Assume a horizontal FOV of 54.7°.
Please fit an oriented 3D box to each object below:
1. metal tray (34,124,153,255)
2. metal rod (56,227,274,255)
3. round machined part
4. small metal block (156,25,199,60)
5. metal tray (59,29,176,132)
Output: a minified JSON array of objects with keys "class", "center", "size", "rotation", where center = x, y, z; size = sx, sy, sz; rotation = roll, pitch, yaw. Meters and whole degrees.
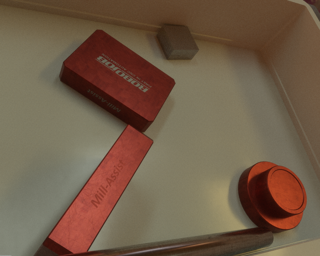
[{"class":"metal tray","center":[-0.061,0.066,0.291],"size":[0.030,0.090,0.130],"rotation":[36,51,-5]},{"class":"metal rod","center":[0.031,0.115,0.289],"size":[0.302,0.025,0.025],"rotation":[14,54,-46]},{"class":"round machined part","center":[0.161,0.091,0.429],"size":[0.099,0.042,0.098],"rotation":[14,56,-21]},{"class":"small metal block","center":[0.029,-0.140,0.508],"size":[0.050,0.025,0.050],"rotation":[-9,66,-32]},{"class":"metal tray","center":[-0.053,-0.065,0.415],"size":[0.130,0.030,0.090],"rotation":[34,51,-7]}]
